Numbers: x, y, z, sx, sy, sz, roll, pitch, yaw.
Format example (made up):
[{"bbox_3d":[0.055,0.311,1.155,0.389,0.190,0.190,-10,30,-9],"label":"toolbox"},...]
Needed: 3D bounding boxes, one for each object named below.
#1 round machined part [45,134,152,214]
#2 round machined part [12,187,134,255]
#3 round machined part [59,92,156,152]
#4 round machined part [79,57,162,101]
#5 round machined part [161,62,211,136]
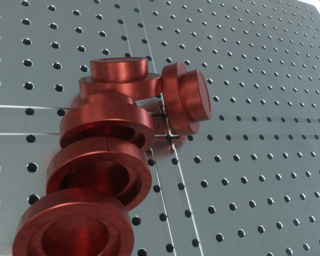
[{"bbox_3d":[-0.060,0.045,0.308,0.099,0.097,0.042,10,35,-24],"label":"round machined part"},{"bbox_3d":[-0.075,0.093,0.277,0.099,0.097,0.042,14,20,-21],"label":"round machined part"},{"bbox_3d":[-0.056,-0.002,0.334,0.099,0.097,0.042,7,58,-25],"label":"round machined part"},{"bbox_3d":[-0.048,-0.062,0.373,0.099,0.098,0.042,-14,111,-34],"label":"round machined part"},{"bbox_3d":[0.039,-0.040,0.410,0.098,0.042,0.097,-12,90,-71],"label":"round machined part"}]
